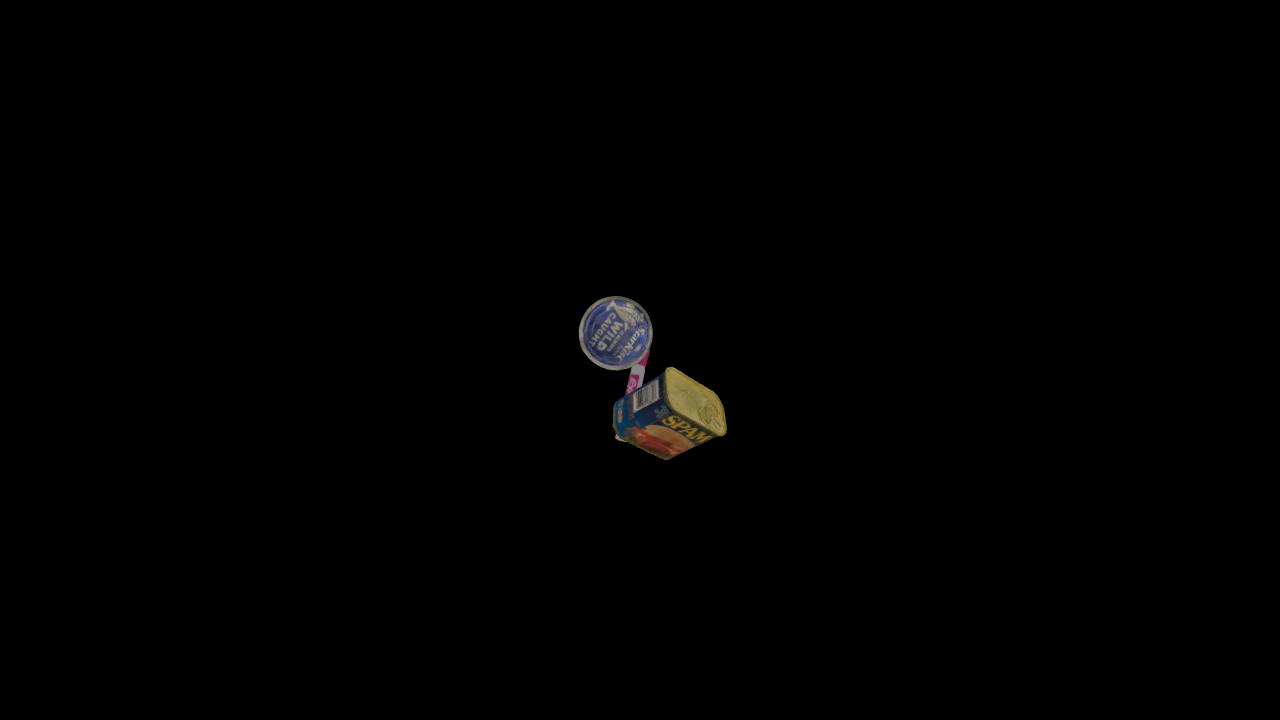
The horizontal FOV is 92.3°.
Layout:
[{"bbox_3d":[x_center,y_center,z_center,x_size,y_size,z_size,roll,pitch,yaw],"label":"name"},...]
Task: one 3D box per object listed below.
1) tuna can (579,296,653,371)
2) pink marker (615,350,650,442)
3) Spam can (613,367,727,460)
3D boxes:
[{"bbox_3d":[-0.029,-0.031,0.707,0.084,0.084,0.034,0,3,-6],"label":"tuna can"},{"bbox_3d":[-0.008,0.037,0.735,0.020,0.121,0.020,11,-18,4],"label":"pink marker"},{"bbox_3d":[0.032,0.063,0.687,0.085,0.058,0.101,-31,-46,33],"label":"Spam can"}]
